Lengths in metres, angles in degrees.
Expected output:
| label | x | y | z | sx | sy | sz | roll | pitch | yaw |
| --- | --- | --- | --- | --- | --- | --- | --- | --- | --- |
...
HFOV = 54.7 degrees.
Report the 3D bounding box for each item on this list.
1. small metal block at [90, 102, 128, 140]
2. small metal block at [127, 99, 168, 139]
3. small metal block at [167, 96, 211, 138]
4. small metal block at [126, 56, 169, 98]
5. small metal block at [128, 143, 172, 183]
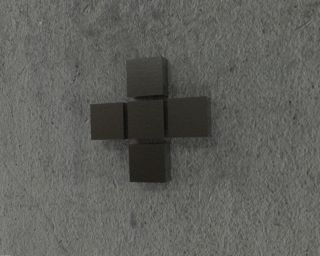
| label | x | y | z | sx | sy | sz | roll | pitch | yaw |
| --- | --- | --- | --- | --- | --- | --- | --- | --- | --- |
| small metal block | -0.068 | -0.009 | 0.433 | 0.050 | 0.025 | 0.050 | -2 | 89 | 19 |
| small metal block | -0.015 | -0.011 | 0.415 | 0.050 | 0.025 | 0.050 | -2 | 89 | 19 |
| small metal block | 0.038 | -0.013 | 0.396 | 0.050 | 0.025 | 0.050 | -2 | 89 | 19 |
| small metal block | -0.017 | -0.067 | 0.415 | 0.050 | 0.025 | 0.050 | -2 | 89 | 19 |
| small metal block | -0.013 | 0.046 | 0.414 | 0.050 | 0.025 | 0.050 | -2 | 89 | 19 |
